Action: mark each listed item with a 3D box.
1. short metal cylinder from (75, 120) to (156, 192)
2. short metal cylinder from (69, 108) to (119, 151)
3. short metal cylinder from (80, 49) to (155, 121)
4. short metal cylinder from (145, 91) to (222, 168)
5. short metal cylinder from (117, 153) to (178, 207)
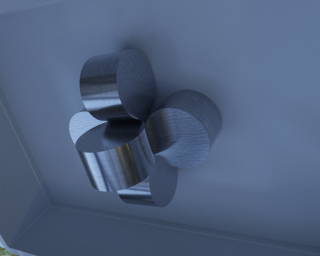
[{"bbox_3d":[-0.050,0.028,0.358,0.080,0.080,0.050,-1,118,29],"label":"short metal cylinder"},{"bbox_3d":[-0.078,0.002,0.432,0.080,0.050,0.079,13,124,21],"label":"short metal cylinder"},{"bbox_3d":[-0.047,-0.049,0.365,0.050,0.080,0.080,-2,117,29],"label":"short metal cylinder"},{"bbox_3d":[0.029,0.001,0.375,0.080,0.050,0.079,13,124,21],"label":"short metal cylinder"},{"bbox_3d":[-0.016,0.064,0.419,0.050,0.080,0.080,-2,117,29],"label":"short metal cylinder"}]
